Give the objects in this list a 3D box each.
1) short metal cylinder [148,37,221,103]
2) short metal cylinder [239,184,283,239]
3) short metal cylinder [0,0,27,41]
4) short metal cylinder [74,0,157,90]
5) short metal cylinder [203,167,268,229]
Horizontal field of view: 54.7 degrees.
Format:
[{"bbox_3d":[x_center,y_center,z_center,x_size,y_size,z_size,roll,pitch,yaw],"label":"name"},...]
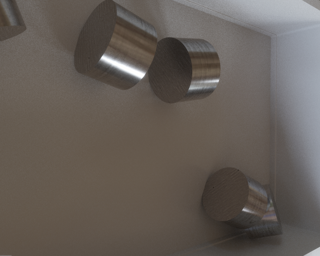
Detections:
[{"bbox_3d":[0.029,-0.074,0.395,0.050,0.080,0.079,-11,98,-40],"label":"short metal cylinder"},{"bbox_3d":[0.162,0.135,0.503,0.080,0.050,0.080,-17,90,-71],"label":"short metal cylinder"},{"bbox_3d":[-0.155,-0.092,0.241,0.081,0.080,0.050,-28,108,-36],"label":"short metal cylinder"},{"bbox_3d":[-0.048,-0.086,0.330,0.050,0.080,0.080,20,78,-39],"label":"short metal cylinder"},{"bbox_3d":[0.111,0.105,0.464,0.050,0.080,0.080,31,71,-35],"label":"short metal cylinder"}]
